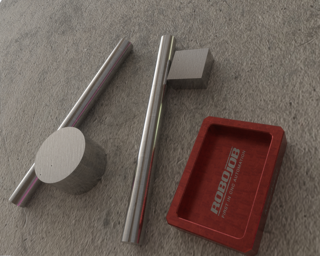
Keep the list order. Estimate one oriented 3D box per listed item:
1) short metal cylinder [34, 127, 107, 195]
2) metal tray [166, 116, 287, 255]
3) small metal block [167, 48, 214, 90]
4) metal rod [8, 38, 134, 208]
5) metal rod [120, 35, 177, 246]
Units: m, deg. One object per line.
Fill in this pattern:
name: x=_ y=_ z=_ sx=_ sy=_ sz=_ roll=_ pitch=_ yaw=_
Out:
short metal cylinder: x=-0.120 y=0.045 z=0.421 sx=0.080 sy=0.050 sz=0.080 roll=-13 pitch=56 yaw=20
metal tray: x=0.072 y=0.055 z=0.328 sx=0.090 sy=0.030 sz=0.130 roll=11 pitch=67 yaw=32
small metal block: x=0.043 y=-0.081 z=0.430 sx=0.050 sy=0.025 sz=0.050 roll=3 pitch=63 yaw=29
metal rod: x=-0.130 y=-0.017 z=0.479 sx=0.025 sy=0.025 sz=0.300 roll=21 pitch=72 yaw=35
metal rod: x=-0.009 y=-0.004 z=0.409 sx=0.025 sy=0.025 sz=0.299 roll=-5 pitch=59 yaw=25
